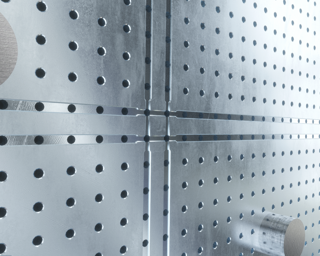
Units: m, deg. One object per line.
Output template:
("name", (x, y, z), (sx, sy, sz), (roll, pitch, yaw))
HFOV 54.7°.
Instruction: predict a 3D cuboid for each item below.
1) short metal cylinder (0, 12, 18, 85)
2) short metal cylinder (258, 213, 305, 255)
("short metal cylinder", (-0.166, -0.064, 0.253), (0.081, 0.050, 0.079), (0, 90, -40))
("short metal cylinder", (0.231, 0.206, 0.587), (0.081, 0.050, 0.079), (0, 90, -40))
